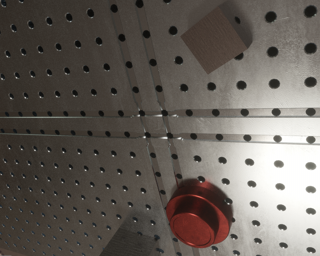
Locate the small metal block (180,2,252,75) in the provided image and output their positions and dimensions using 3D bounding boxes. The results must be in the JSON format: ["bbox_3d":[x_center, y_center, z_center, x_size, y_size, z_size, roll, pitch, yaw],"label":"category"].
[{"bbox_3d":[0.058,-0.092,0.323,0.050,0.025,0.050,-30,102,37],"label":"small metal block"}]

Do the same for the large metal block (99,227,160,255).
[{"bbox_3d":[-0.054,0.232,0.546,0.080,0.080,0.050,8,122,23],"label":"large metal block"}]

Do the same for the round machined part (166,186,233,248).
[{"bbox_3d":[0.054,0.137,0.456,0.098,0.042,0.097,13,124,20],"label":"round machined part"}]
